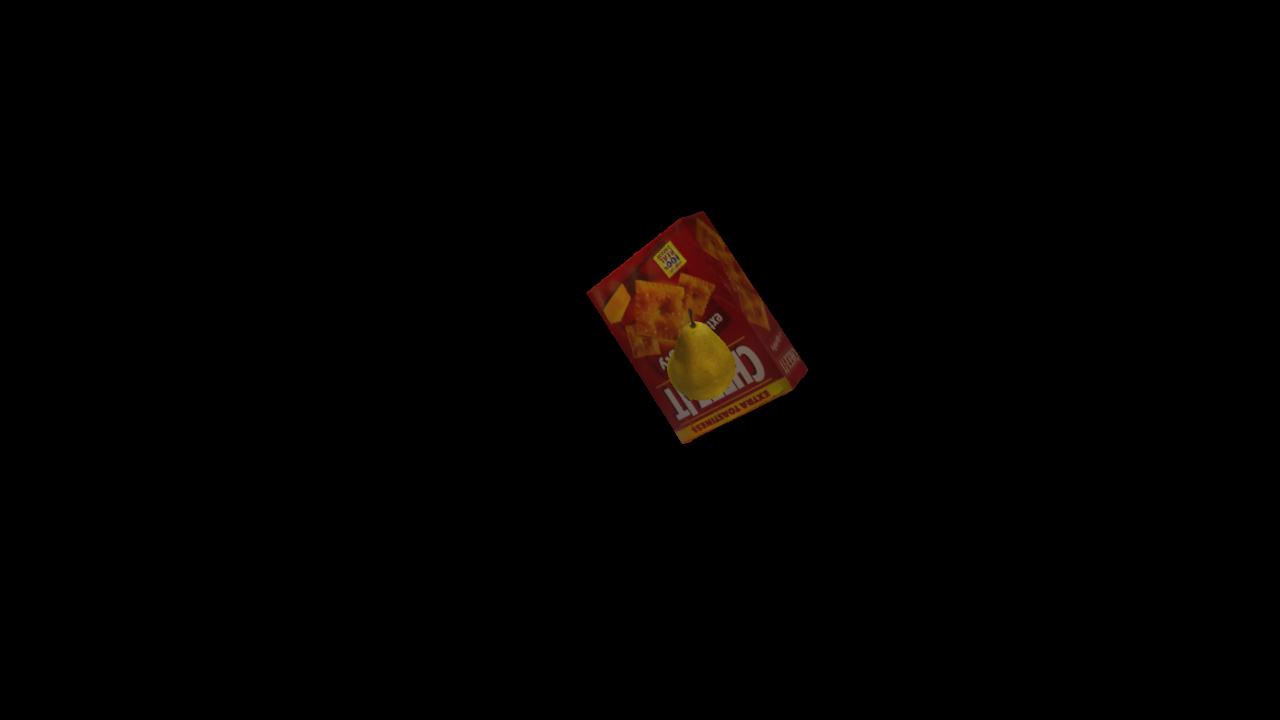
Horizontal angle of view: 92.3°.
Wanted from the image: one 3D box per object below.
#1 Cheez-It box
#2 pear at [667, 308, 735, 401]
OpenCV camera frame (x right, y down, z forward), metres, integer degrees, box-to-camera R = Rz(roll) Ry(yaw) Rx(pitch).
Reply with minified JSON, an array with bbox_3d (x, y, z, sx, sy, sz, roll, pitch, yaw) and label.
[{"bbox_3d":[0.062,-0.033,0.718,0.166,0.223,0.071,-32,1,37],"label":"Cheez-It box"},{"bbox_3d":[0.063,-0.006,0.662,0.080,0.080,0.111,0,-32,19],"label":"pear"}]
